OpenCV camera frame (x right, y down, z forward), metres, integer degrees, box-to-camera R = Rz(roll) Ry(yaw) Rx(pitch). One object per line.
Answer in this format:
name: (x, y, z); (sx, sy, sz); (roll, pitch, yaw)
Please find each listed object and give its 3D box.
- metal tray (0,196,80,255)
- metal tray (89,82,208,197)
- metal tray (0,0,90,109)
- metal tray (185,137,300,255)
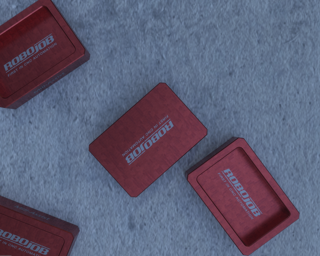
metal tray: (-0.184, 0.152, 0.405); (0.131, 0.030, 0.090); (22, 90, -1)
metal tray: (-0.015, 0.015, 0.407); (0.130, 0.030, 0.090); (-42, 91, -1)
metal tray: (-0.171, -0.096, 0.405); (0.130, 0.030, 0.090); (-34, 90, -1)
metal tray: (0.106, 0.087, 0.408); (0.090, 0.030, 0.130); (-37, 90, -1)
